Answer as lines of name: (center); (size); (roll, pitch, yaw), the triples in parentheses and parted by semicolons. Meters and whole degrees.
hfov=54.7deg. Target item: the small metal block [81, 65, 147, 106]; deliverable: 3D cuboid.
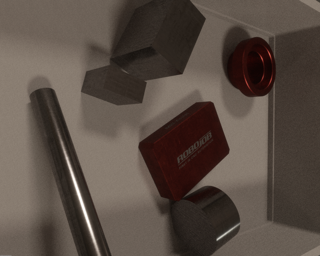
small metal block: (-0.052, -0.046, 0.348); (0.050, 0.050, 0.025); (20, 78, -39)

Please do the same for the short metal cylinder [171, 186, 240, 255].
short metal cylinder: (0.062, 0.126, 0.425); (0.050, 0.080, 0.079); (-19, 102, -39)

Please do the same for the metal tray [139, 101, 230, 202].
metal tray: (0.040, 0.029, 0.439); (0.131, 0.030, 0.090); (-36, 112, -34)

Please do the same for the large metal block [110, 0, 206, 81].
large metal block: (-0.003, -0.106, 0.370); (0.050, 0.080, 0.080); (36, 68, -35)

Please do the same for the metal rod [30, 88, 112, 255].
metal rod: (-0.060, 0.096, 0.264); (0.025, 0.025, 0.299); (-8, 65, -40)

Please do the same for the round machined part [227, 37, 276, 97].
round machined part: (0.152, -0.101, 0.526); (0.099, 0.042, 0.097); (0, 90, -40)
